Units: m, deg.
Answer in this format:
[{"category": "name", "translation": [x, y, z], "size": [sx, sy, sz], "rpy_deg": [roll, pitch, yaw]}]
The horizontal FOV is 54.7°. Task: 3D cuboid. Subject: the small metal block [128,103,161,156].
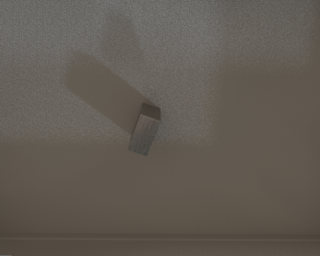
[{"category": "small metal block", "translation": [-0.019, 0.001, 0.398], "size": [0.025, 0.050, 0.050], "rpy_deg": [19, 109, -7]}]
